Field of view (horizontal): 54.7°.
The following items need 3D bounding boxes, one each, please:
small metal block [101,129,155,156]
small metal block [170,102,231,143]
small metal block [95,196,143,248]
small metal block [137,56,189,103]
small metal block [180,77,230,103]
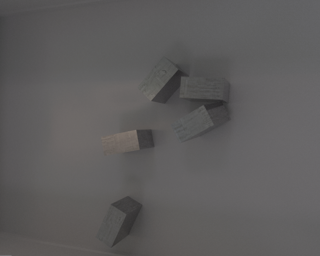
[{"bbox_3d":[-0.042,0.019,0.412,0.050,0.050,0.025,-11,86,19],"label":"small metal block"},{"bbox_3d":[0.050,-0.007,0.373,0.050,0.050,0.025,-31,80,34],"label":"small metal block"},{"bbox_3d":[-0.054,0.124,0.416,0.025,0.050,0.050,27,99,18],"label":"small metal block"},{"bbox_3d":[0.005,-0.059,0.395,0.025,0.050,0.050,45,104,14],"label":"small metal block"},{"bbox_3d":[0.056,-0.046,0.377,0.050,0.050,0.025,5,92,20],"label":"small metal block"}]
